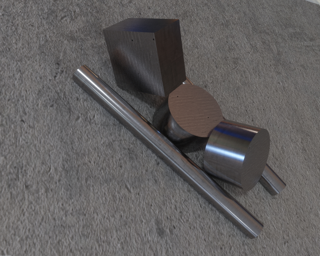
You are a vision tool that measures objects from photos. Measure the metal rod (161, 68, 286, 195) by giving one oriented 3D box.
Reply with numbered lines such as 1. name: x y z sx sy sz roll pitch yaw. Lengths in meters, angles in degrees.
1. metal rod: 0.071 -0.023 0.457 0.300 0.025 0.025 48 51 6

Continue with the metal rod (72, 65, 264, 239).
1. metal rod: 0.010 0.030 0.391 0.300 0.025 0.025 42 51 0

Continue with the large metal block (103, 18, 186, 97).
1. large metal block: -0.018 -0.093 0.397 0.080 0.080 0.050 15 41 34

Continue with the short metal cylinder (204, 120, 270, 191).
1. short metal cylinder: 0.099 0.034 0.395 0.050 0.079 0.081 17 39 37

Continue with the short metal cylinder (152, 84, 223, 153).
1. short metal cylinder: 0.036 -0.012 0.416 0.081 0.050 0.080 14 56 -21
